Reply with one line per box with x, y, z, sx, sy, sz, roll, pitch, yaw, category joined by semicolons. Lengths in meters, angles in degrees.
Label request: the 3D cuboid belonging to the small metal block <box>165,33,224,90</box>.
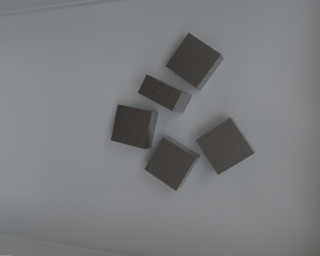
0.044;-0.084;0.394;0.050;0.025;0.050;39;102;15;small metal block

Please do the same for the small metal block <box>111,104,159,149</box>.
-0.034;-0.002;0.422;0.050;0.025;0.050;13;94;19;small metal block

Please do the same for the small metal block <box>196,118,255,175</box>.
0.081;0.022;0.382;0.050;0.025;0.050;-35;79;16;small metal block

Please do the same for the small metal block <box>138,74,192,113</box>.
0.008;-0.043;0.394;0.050;0.050;0.025;29;100;17;small metal block

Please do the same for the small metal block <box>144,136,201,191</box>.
0.016;0.045;0.404;0.050;0.025;0.050;32;100;16;small metal block
